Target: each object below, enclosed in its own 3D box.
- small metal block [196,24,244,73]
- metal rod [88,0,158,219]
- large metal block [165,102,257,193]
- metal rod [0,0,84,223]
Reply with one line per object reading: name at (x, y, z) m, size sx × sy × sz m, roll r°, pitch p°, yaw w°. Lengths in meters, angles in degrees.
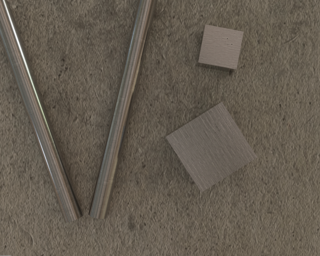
small metal block at (0.079, -0.104, 0.411) m, size 0.050 × 0.025 × 0.050 m, roll 11°, pitch 90°, yaw -1°
metal rod at (-0.048, -0.030, 0.409) m, size 0.025 × 0.025 × 0.298 m, roll 13°, pitch 90°, yaw -1°
large metal block at (0.062, 0.023, 0.398) m, size 0.080 × 0.050 × 0.080 m, roll -32°, pitch 90°, yaw 0°
metal rod at (-0.162, -0.022, 0.407) m, size 0.025 × 0.025 × 0.298 m, roll -19°, pitch 90°, yaw 0°
